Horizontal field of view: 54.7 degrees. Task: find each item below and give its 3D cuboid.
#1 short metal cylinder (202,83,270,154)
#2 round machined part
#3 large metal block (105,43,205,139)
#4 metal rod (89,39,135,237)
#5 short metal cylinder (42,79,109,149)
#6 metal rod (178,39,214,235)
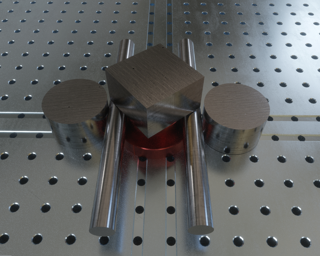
[{"bbox_3d":[0.095,-0.013,0.402,0.080,0.050,0.080,0,50,0],"label":"short metal cylinder"},{"bbox_3d":[-0.007,-0.011,0.406,0.099,0.042,0.098,0,50,0],"label":"round machined part"},{"bbox_3d":[-0.007,-0.047,0.369,0.081,0.050,0.080,-31,57,-24],"label":"large metal block"},{"bbox_3d":[-0.054,-0.015,0.393,0.025,0.025,0.300,0,50,0],"label":"metal rod"},{"bbox_3d":[-0.107,-0.019,0.407,0.080,0.050,0.080,0,50,0],"label":"short metal cylinder"},{"bbox_3d":[0.040,-0.016,0.394,0.025,0.025,0.300,0,50,0],"label":"metal rod"}]
